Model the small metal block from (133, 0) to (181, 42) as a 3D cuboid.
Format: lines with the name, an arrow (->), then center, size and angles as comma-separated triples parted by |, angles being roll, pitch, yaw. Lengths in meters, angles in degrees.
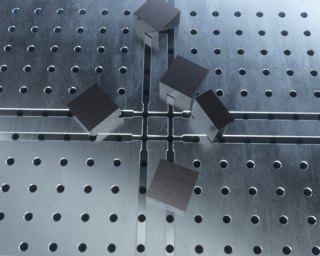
small metal block -> -0.005, -0.168, 0.473 | 0.050, 0.025, 0.050 | 39, 74, 13

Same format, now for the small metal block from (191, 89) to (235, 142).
small metal block -> 0.067, -0.015, 0.404 | 0.025, 0.050, 0.050 | -31, 73, -10

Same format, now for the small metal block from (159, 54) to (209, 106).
small metal block -> 0.034, -0.067, 0.437 | 0.050, 0.025, 0.050 | 29, 73, 10

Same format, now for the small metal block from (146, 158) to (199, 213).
small metal block -> 0.016, 0.072, 0.386 | 0.050, 0.025, 0.050 | 20, 71, 7

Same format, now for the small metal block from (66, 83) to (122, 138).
small metal block -> -0.089, -0.024, 0.420 | 0.050, 0.025, 0.050 | -41, 75, -13
